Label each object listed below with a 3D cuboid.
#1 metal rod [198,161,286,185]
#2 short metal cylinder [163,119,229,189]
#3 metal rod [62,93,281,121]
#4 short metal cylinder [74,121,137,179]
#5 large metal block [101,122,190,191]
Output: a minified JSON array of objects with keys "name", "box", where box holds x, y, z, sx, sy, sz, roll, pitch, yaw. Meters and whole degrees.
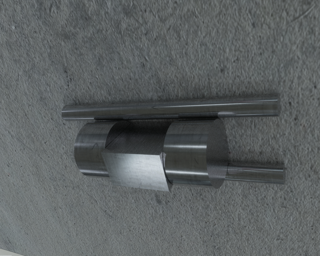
[{"name":"metal rod","box":[0.014,0.055,0.435,0.300,0.025,0.025,0,118,28]},{"name":"short metal cylinder","box":[0.045,0.030,0.367,0.050,0.080,0.080,-1,118,29]},{"name":"metal rod","box":[-0.007,-0.023,0.398,0.300,0.025,0.025,0,118,28]},{"name":"short metal cylinder","box":[-0.071,0.030,0.428,0.050,0.080,0.080,-1,118,29]},{"name":"large metal block","box":[-0.014,0.032,0.397,0.080,0.080,0.050,0,119,28]}]
